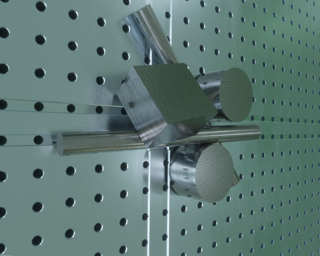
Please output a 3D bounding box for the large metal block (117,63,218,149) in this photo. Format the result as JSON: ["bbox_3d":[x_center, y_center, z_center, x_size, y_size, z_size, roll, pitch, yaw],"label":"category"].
[{"bbox_3d":[0.008,-0.030,0.372,0.081,0.050,0.080,-13,64,-39],"label":"large metal block"}]

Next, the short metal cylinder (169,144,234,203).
[{"bbox_3d":[0.059,0.061,0.438,0.081,0.050,0.079,0,90,-40],"label":"short metal cylinder"}]

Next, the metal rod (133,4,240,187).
[{"bbox_3d":[0.047,-0.030,0.445,0.025,0.025,0.299,-46,118,-30],"label":"metal rod"}]

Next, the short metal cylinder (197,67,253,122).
[{"bbox_3d":[0.096,-0.048,0.469,0.081,0.050,0.079,0,90,-40],"label":"short metal cylinder"}]

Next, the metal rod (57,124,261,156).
[{"bbox_3d":[0.023,0.011,0.402,0.303,0.025,0.025,-2,92,-34],"label":"metal rod"}]
